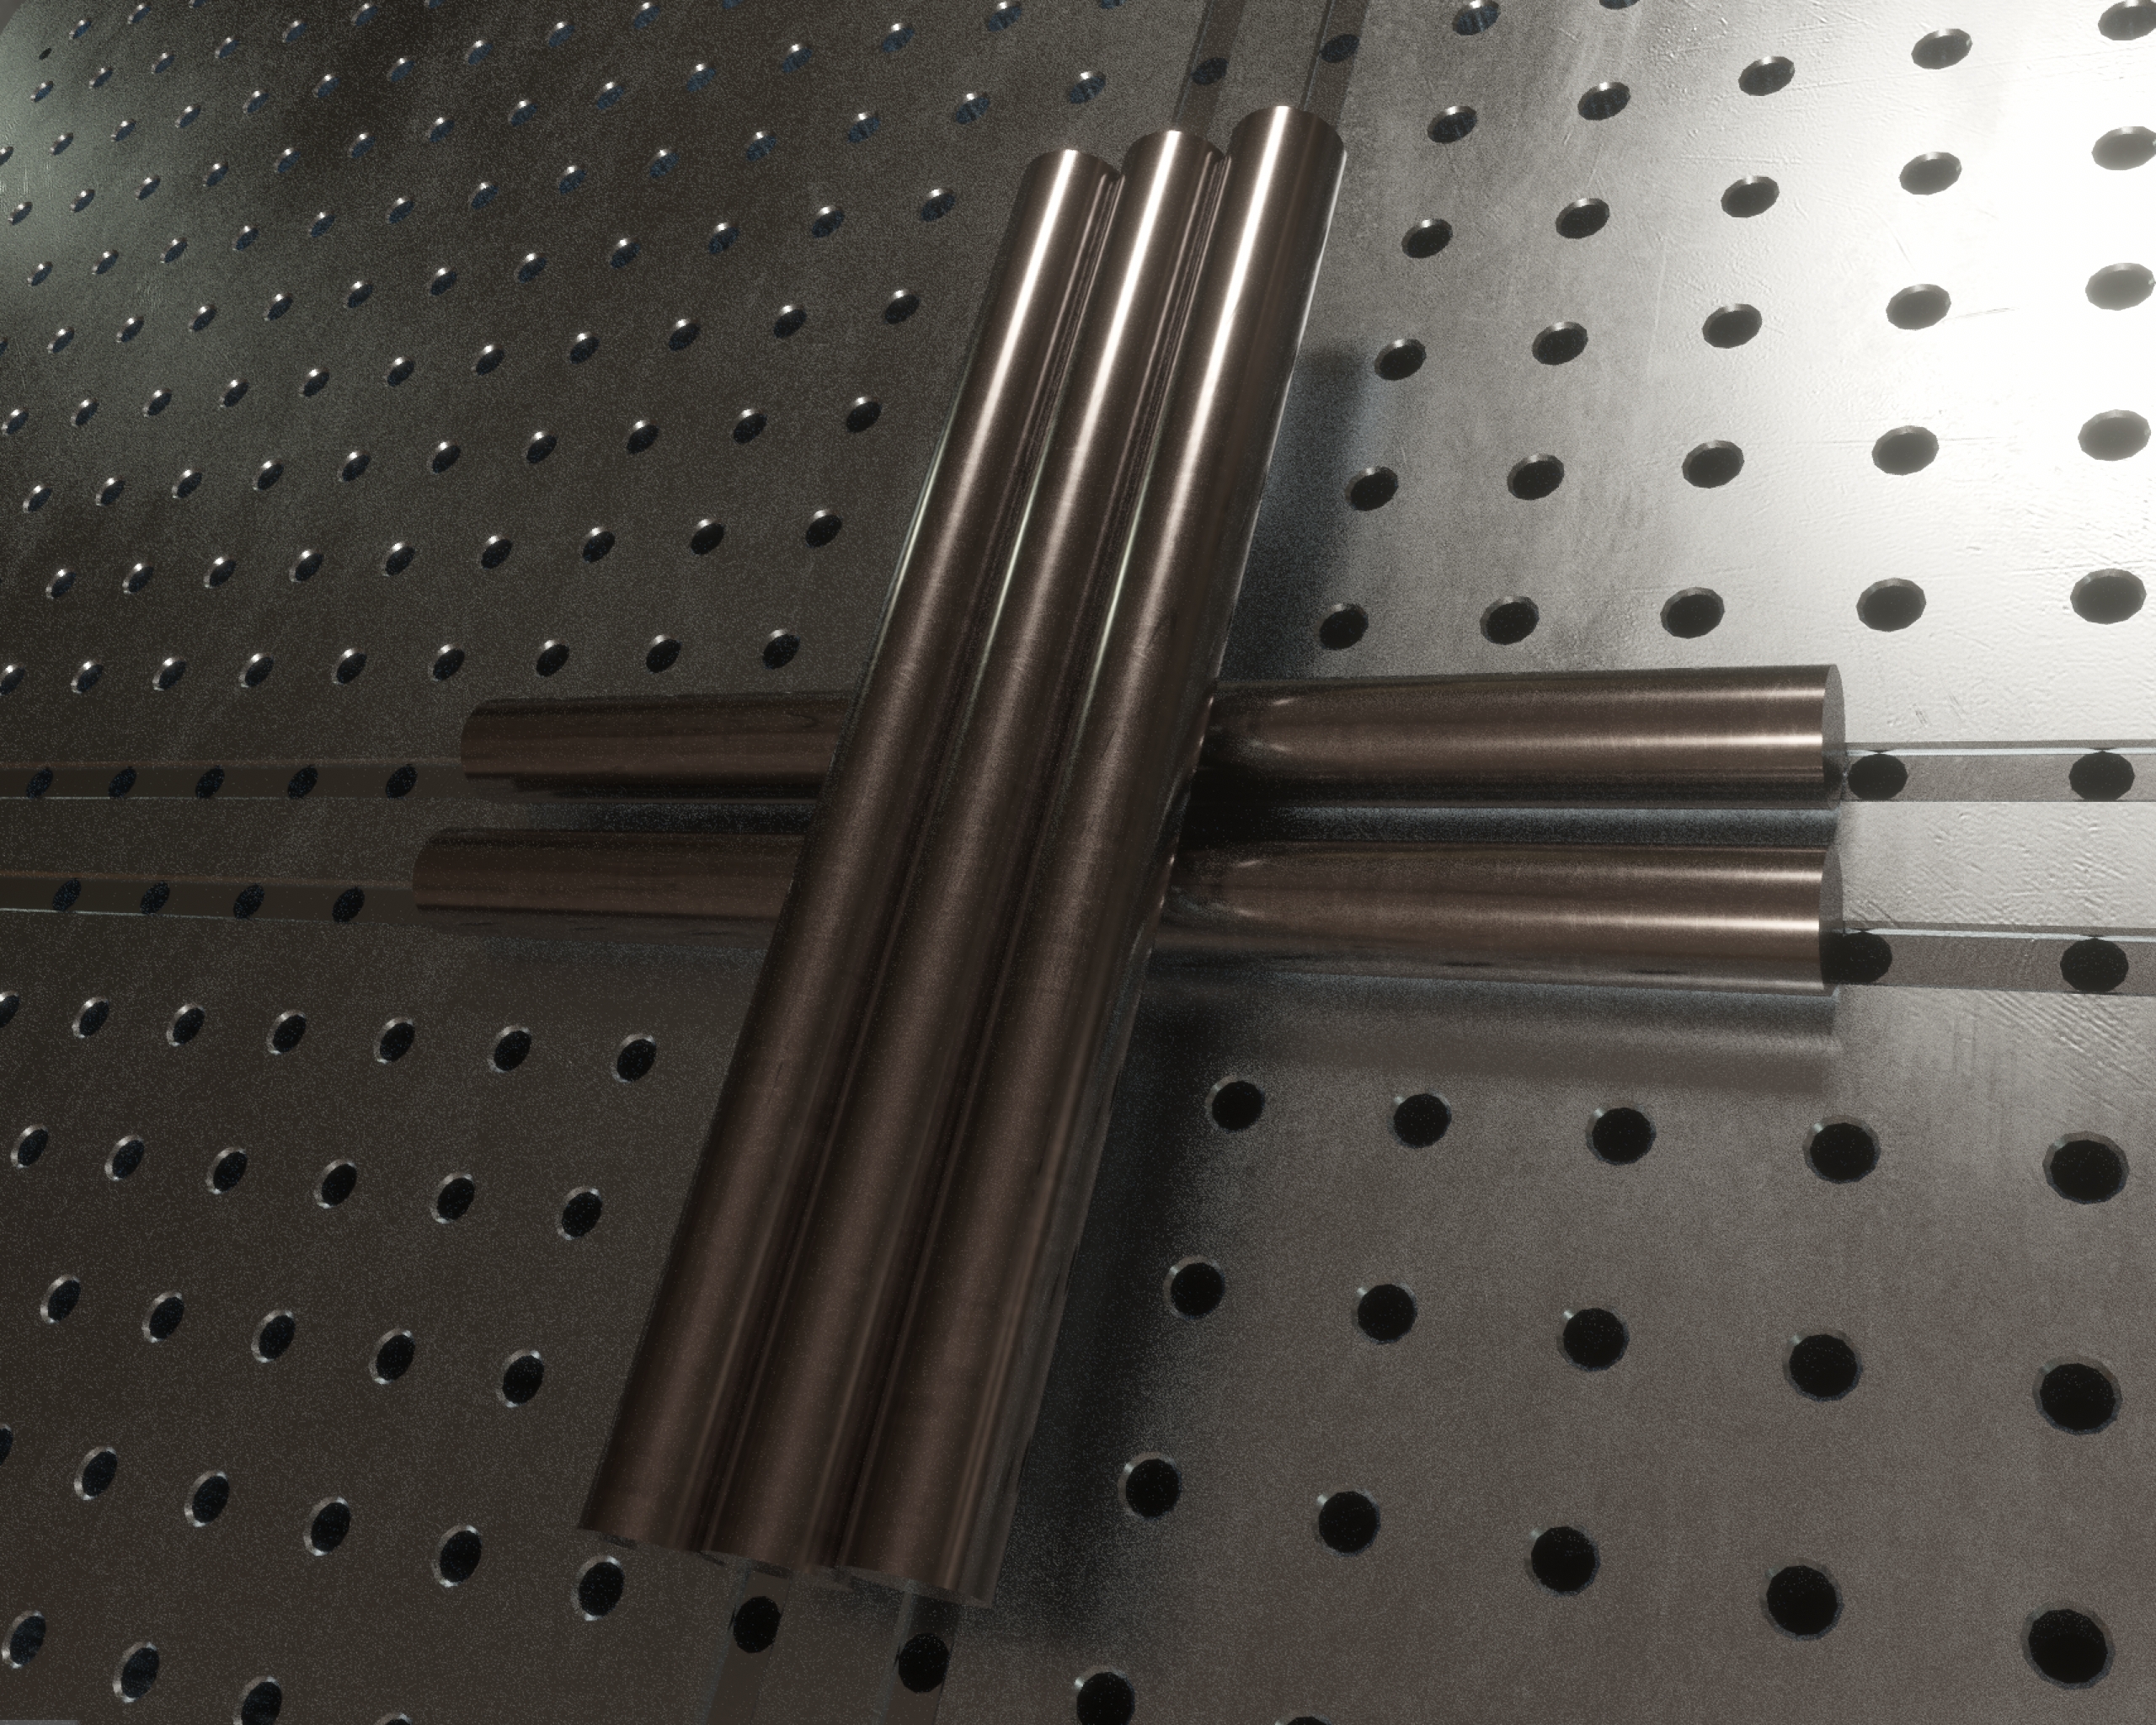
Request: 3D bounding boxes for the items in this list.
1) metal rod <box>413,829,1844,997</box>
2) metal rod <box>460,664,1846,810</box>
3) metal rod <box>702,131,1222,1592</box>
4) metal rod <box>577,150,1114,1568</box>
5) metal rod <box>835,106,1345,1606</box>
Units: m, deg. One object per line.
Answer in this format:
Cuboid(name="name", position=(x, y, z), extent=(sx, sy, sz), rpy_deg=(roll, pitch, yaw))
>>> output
Cuboid(name="metal rod", position=(-0.011, 0.007, 0.408), extent=(0.300, 0.025, 0.025), rpy_deg=(1, 62, 28))
Cuboid(name="metal rod", position=(-0.004, -0.024, 0.424), extent=(0.300, 0.025, 0.025), rpy_deg=(1, 62, 28))
Cuboid(name="metal rod", position=(-0.013, -0.019, 0.394), extent=(0.025, 0.025, 0.300), rpy_deg=(1, 62, 28))
Cuboid(name="metal rod", position=(-0.035, -0.019, 0.405), extent=(0.025, 0.025, 0.300), rpy_deg=(1, 62, 28))
Cuboid(name="metal rod", position=(0.010, -0.020, 0.383), extent=(0.025, 0.025, 0.300), rpy_deg=(1, 62, 28))
